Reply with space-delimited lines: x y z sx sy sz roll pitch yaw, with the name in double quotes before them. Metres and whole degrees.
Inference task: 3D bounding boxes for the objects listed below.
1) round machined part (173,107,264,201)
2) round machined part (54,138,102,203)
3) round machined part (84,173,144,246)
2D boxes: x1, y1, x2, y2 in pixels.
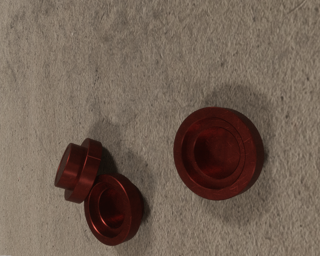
"round machined part" 0.066 0.026 0.338 0.098 0.042 0.097 0 90 39
"round machined part" -0.126 0.060 0.465 0.097 0.042 0.098 -49 29 40
"round machined part" -0.061 0.112 0.442 0.098 0.042 0.097 0 90 39
